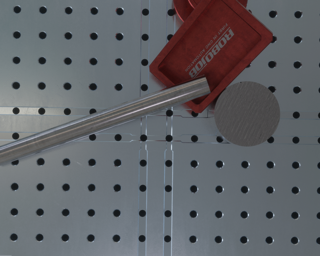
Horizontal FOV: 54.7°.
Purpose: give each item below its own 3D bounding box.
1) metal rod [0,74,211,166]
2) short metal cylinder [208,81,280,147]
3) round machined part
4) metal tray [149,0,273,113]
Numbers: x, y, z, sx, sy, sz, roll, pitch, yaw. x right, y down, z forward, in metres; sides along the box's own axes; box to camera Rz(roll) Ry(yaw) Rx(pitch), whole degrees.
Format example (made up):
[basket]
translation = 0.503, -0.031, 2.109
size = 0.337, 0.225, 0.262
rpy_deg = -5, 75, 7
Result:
[metal rod]
translation = -0.084, -0.006, 0.395
size = 0.301, 0.025, 0.025
rpy_deg = -19, 90, 6
[short metal cylinder]
translation = 0.106, -0.017, 0.402
size = 0.081, 0.050, 0.079
rpy_deg = 0, 90, 0
[round machined part]
translation = 0.066, -0.173, 0.405
size = 0.099, 0.042, 0.097
rpy_deg = 0, 90, 0
[metal tray]
translation = 0.060, -0.093, 0.383
size = 0.090, 0.030, 0.129
rpy_deg = 42, 117, 0
